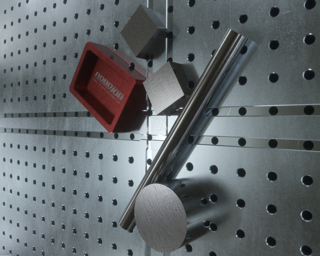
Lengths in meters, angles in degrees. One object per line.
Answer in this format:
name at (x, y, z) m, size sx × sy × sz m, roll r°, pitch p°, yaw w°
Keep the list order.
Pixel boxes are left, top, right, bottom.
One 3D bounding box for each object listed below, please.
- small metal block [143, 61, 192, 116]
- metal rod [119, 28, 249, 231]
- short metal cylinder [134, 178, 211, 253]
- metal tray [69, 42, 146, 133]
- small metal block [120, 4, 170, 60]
small metal block at (0.011, -0.050, 0.400) m, size 0.050 × 0.025 × 0.050 m, roll -35°, pitch 69°, yaw 34°
metal rod at (0.019, 0.018, 0.393) m, size 0.025 × 0.025 × 0.298 m, roll 43°, pitch 116°, yaw 31°
short metal cylinder at (0.015, 0.105, 0.381) m, size 0.080 × 0.050 × 0.080 m, roll 0°, pitch 90°, yaw 40°
metal tray at (-0.082, -0.063, 0.473) m, size 0.130 × 0.030 × 0.089 m, roll 42°, pitch 115°, yaw 32°
small metal block at (-0.021, -0.131, 0.427) m, size 0.050 × 0.025 × 0.050 m, roll -46°, pitch 63°, yaw 30°
